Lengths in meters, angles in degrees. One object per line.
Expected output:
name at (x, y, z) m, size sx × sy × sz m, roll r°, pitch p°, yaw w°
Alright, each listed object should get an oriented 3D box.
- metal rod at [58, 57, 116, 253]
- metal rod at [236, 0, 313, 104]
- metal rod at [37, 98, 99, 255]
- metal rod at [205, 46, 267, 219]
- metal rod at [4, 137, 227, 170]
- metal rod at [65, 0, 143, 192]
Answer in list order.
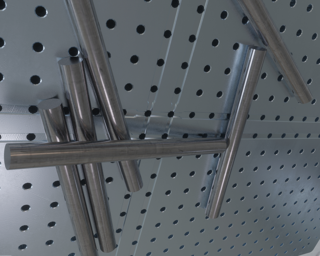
metal rod at (-0.086, 0.056, 0.398) m, size 0.025 × 0.025 × 0.298 m, roll -16°, pitch 125°, yaw -19°
metal rod at (0.146, -0.123, 0.413) m, size 0.025 × 0.025 × 0.301 m, roll -47°, pitch 129°, yaw 5°
metal rod at (-0.111, 0.100, 0.411) m, size 0.025 × 0.025 × 0.298 m, roll -16°, pitch 125°, yaw -19°
metal rod at (0.112, 0.023, 0.485) m, size 0.025 × 0.025 × 0.298 m, roll -6°, pitch 121°, yaw -25°
metal rod at (-0.024, 0.027, 0.382) m, size 0.302 × 0.025 × 0.025 m, roll 0°, pitch 119°, yaw -39°
metal rod at (-0.060, -0.037, 0.354) m, size 0.025 × 0.025 × 0.299 m, roll -22°, pitch 127°, yaw -15°
